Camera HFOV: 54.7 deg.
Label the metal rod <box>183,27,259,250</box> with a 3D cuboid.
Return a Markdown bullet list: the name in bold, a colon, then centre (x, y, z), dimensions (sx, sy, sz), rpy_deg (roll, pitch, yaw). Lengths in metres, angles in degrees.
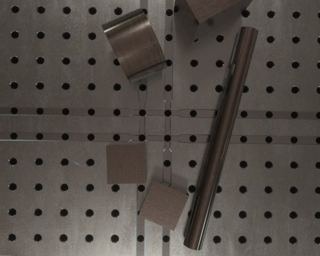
- **metal rod**: centre (0.081, 0.013, 0.414), dimensions (0.025, 0.025, 0.298), rpy_deg (15, 90, -1)

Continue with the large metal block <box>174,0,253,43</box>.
- **large metal block**: centre (0.066, -0.159, 0.387), dimensions (0.080, 0.080, 0.050), rpy_deg (-30, 90, 0)

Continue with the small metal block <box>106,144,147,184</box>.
- **small metal block**: centre (-0.044, 0.047, 0.413), dimensions (0.050, 0.025, 0.050), rpy_deg (-2, 90, -1)

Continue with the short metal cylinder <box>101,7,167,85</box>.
- **short metal cylinder**: centre (-0.031, -0.101, 0.385), dimensions (0.050, 0.080, 0.080), rpy_deg (-26, 90, 0)

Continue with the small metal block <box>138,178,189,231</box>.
- **small metal block**: centre (0.005, 0.101, 0.414), dimensions (0.050, 0.025, 0.050), rpy_deg (23, 90, -1)
